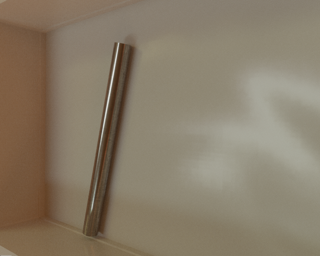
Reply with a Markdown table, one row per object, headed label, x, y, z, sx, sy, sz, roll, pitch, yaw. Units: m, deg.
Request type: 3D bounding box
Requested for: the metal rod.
| label | x | y | z | sx | sy | sz | roll | pitch | yaw |
| --- | --- | --- | --- | --- | --- | --- | --- | --- | --- |
| metal rod | -0.082 | 0.023 | 0.472 | 0.025 | 0.025 | 0.298 | 18 | 102 | 38 |
